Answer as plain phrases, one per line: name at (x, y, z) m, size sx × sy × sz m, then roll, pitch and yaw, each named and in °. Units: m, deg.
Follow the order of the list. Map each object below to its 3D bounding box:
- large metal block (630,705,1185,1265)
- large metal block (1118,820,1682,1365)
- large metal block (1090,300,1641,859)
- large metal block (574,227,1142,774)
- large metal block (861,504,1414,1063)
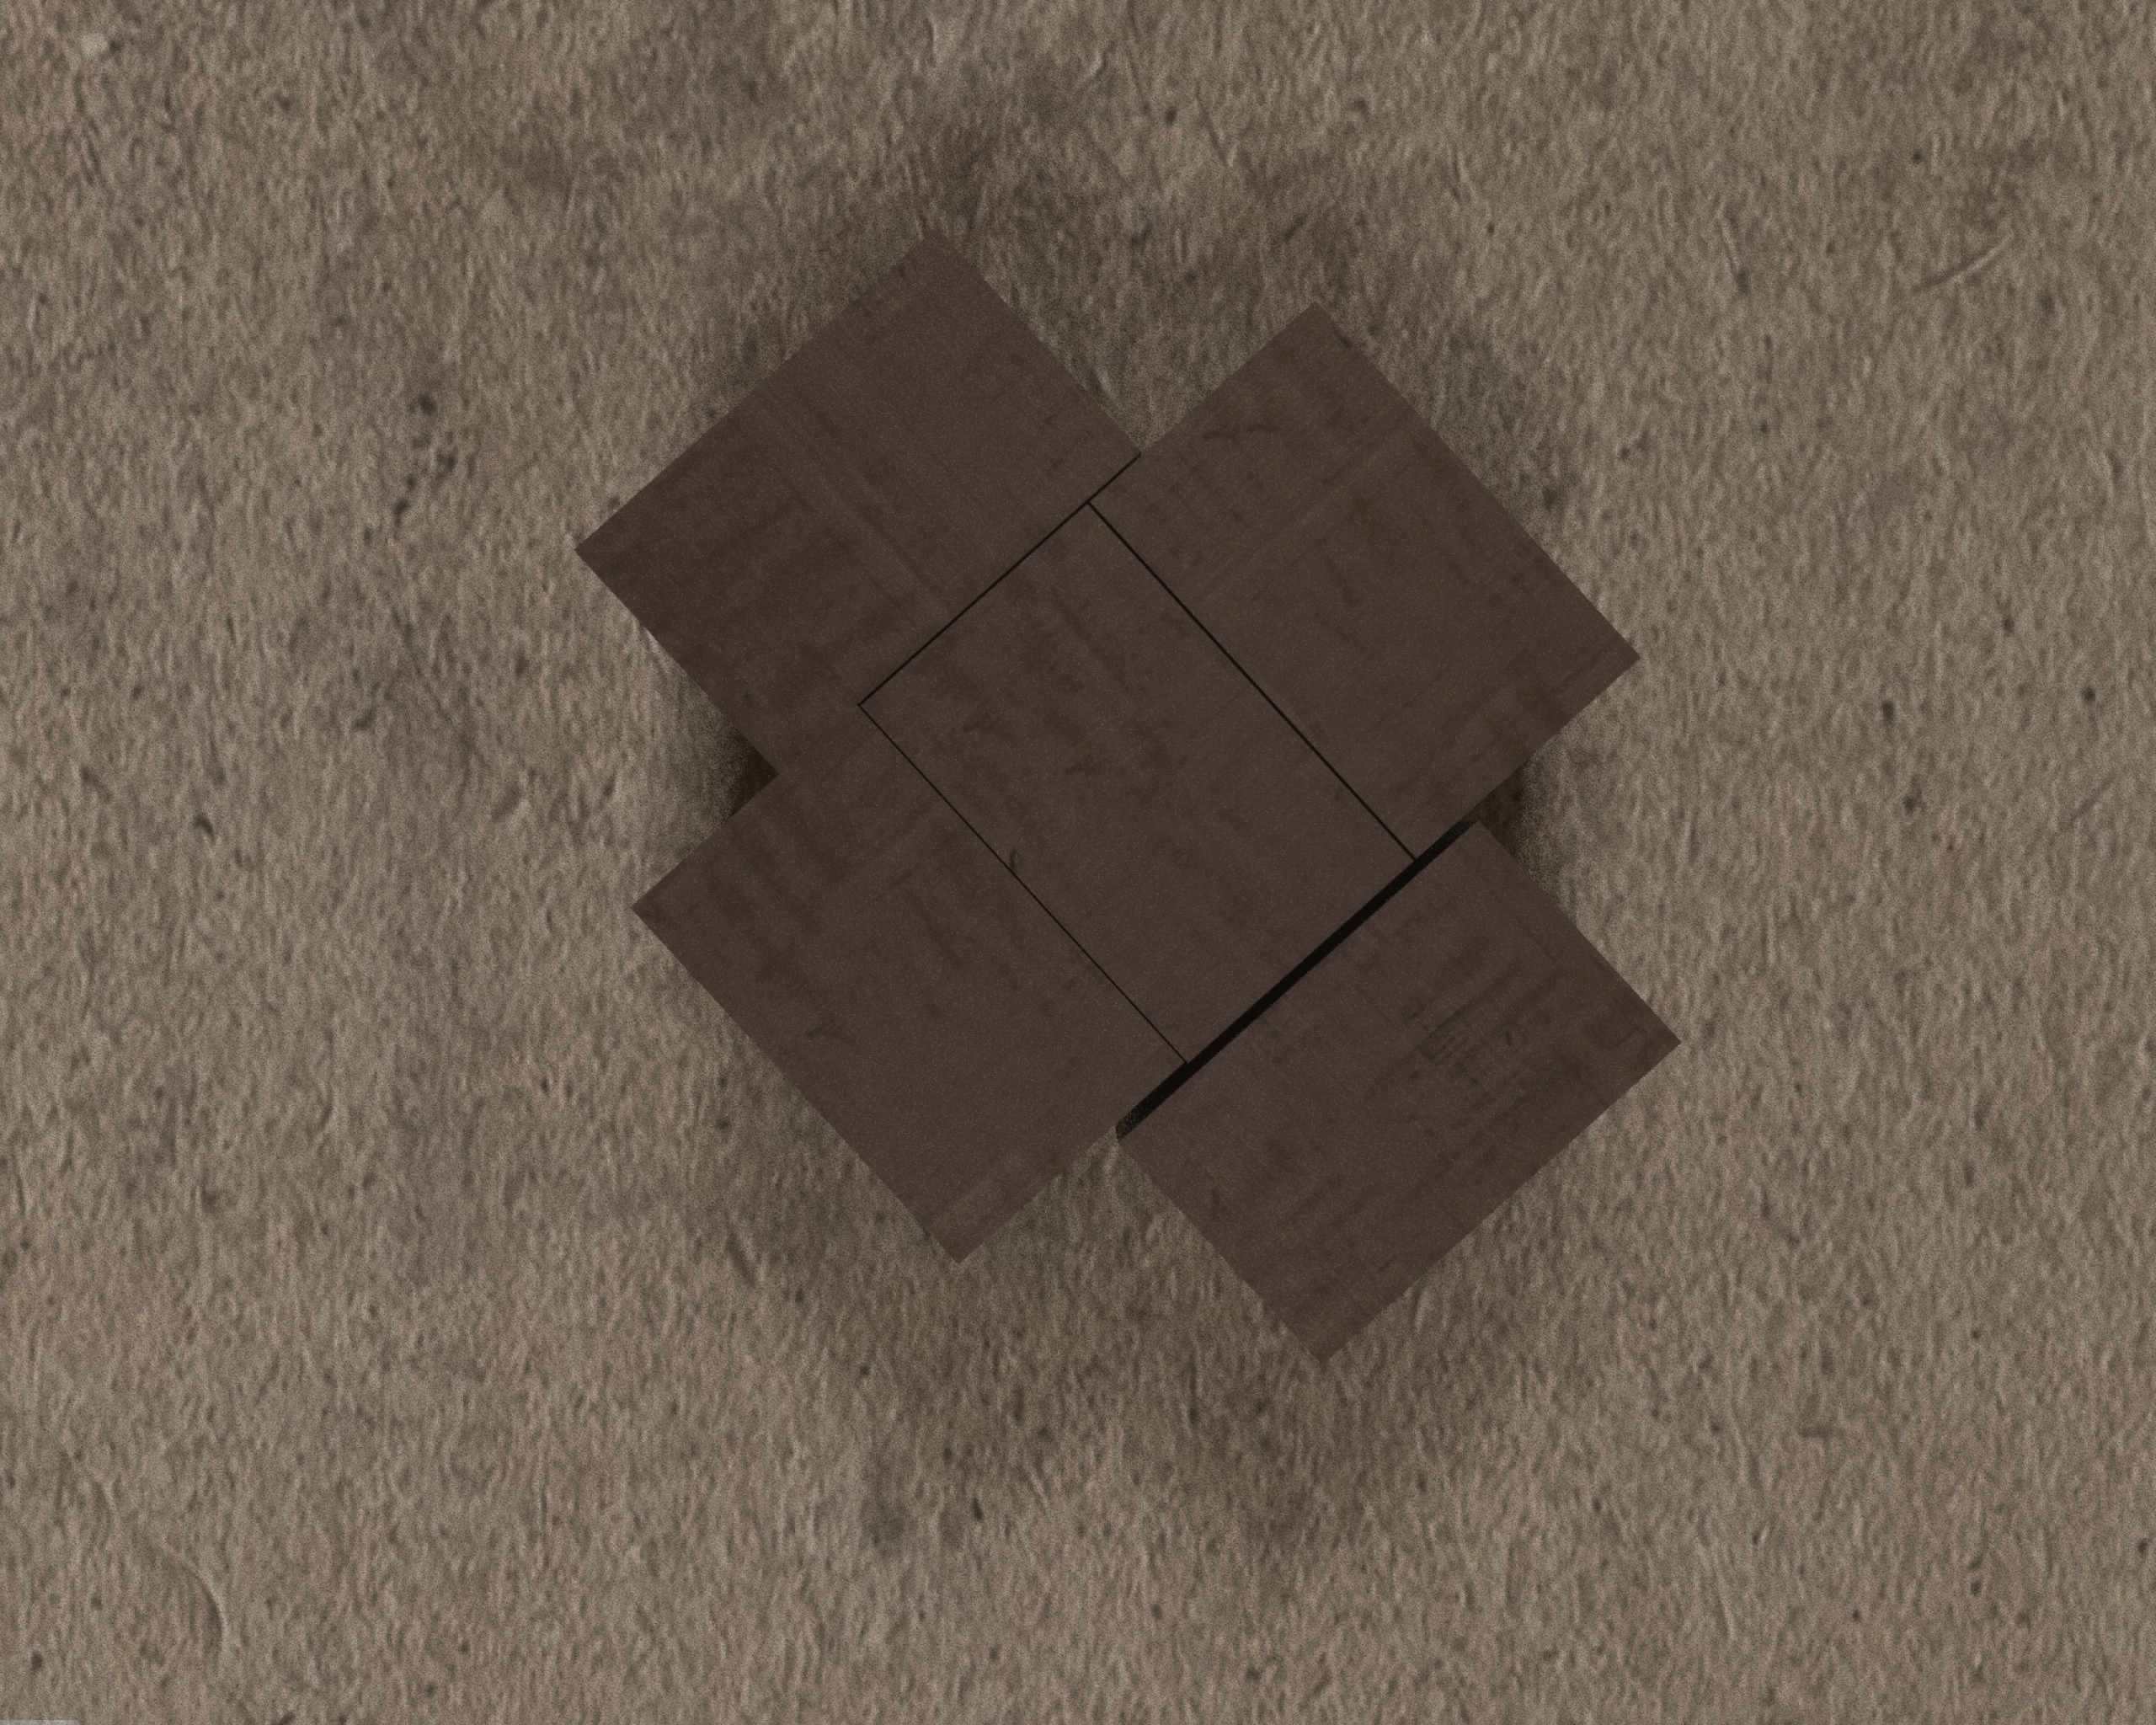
large metal block at (-0.028, 0.020, 0.384) m, size 0.050 × 0.080 × 0.080 m, roll -42°, pitch 91°, yaw 0°
large metal block at (0.053, 0.038, 0.385) m, size 0.080 × 0.080 × 0.050 m, roll -42°, pitch 91°, yaw 0°
large metal block at (0.047, -0.047, 0.385) m, size 0.050 × 0.080 × 0.080 m, roll -42°, pitch 91°, yaw 0°
large metal block at (-0.036, -0.060, 0.384) m, size 0.080 × 0.080 × 0.050 m, roll -42°, pitch 91°, yaw 0°
large metal block at (0.010, -0.013, 0.384) m, size 0.050 × 0.080 × 0.080 m, roll -42°, pitch 91°, yaw 0°
